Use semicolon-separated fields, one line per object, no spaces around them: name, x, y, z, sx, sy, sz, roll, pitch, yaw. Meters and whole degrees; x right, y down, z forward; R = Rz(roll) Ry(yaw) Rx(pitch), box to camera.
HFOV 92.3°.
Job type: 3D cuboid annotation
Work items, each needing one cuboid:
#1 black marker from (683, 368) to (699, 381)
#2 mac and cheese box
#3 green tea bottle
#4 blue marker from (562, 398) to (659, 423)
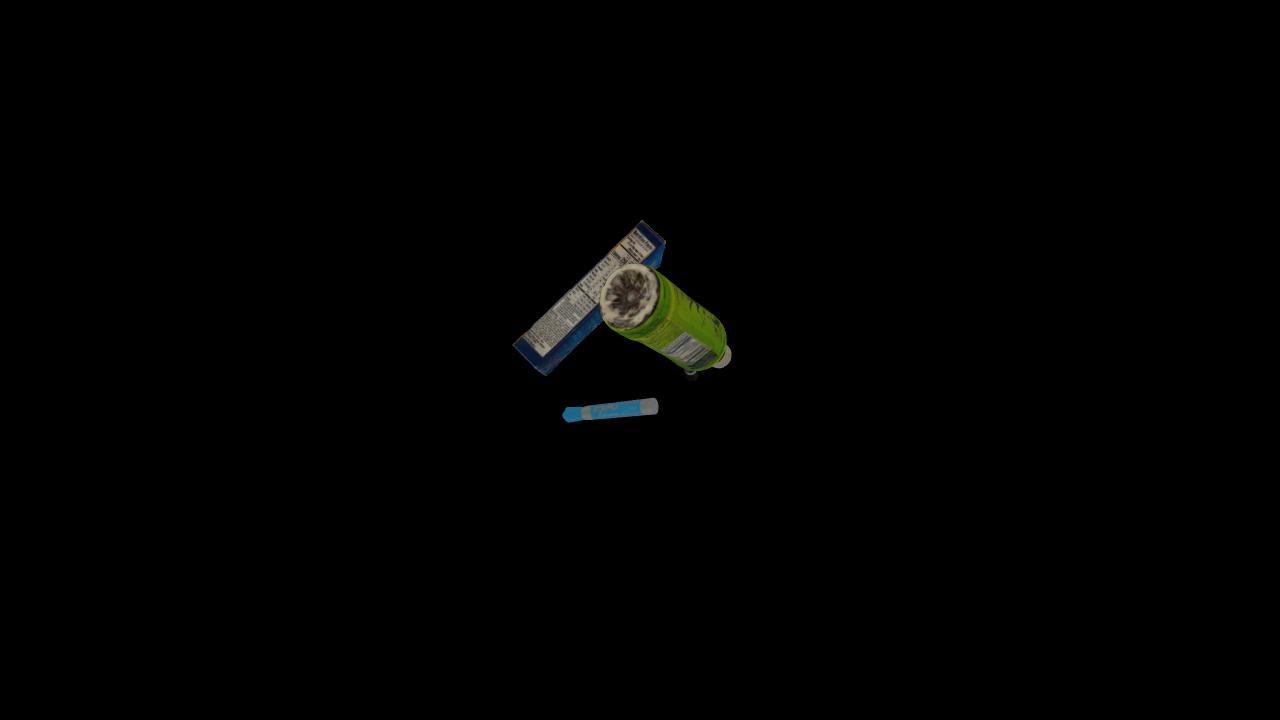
black marker;0.060;0.002;0.757;0.020;0.020;0.121;0;-17;9
mac and cheese box;-0.052;-0.062;0.657;0.041;0.184;0.093;45;-6;4
green tea bottle;0.041;-0.031;0.644;0.073;0.073;0.212;0;-17;31
blue marker;-0.037;0.059;0.709;0.121;0.020;0.020;-8;-4;26
